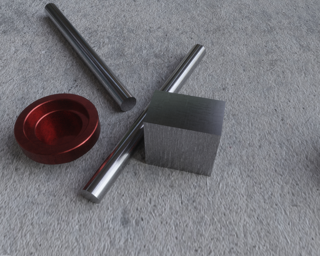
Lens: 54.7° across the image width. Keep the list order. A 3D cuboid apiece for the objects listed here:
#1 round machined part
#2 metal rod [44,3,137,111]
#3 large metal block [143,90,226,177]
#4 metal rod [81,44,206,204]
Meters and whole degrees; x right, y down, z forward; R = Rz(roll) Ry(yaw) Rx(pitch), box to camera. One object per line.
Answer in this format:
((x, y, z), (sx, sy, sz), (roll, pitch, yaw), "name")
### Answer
((-0.124, 0.005, 0.386), (0.099, 0.042, 0.098), (0, 50, 0), "round machined part")
((-0.126, -0.130, 0.510), (0.025, 0.025, 0.300), (-27, 55, -21), "metal rod")
((0.028, 0.007, 0.362), (0.080, 0.080, 0.050), (10, 51, 8), "large metal block")
((-0.006, -0.026, 0.424), (0.025, 0.025, 0.301), (22, 53, 17), "metal rod")
